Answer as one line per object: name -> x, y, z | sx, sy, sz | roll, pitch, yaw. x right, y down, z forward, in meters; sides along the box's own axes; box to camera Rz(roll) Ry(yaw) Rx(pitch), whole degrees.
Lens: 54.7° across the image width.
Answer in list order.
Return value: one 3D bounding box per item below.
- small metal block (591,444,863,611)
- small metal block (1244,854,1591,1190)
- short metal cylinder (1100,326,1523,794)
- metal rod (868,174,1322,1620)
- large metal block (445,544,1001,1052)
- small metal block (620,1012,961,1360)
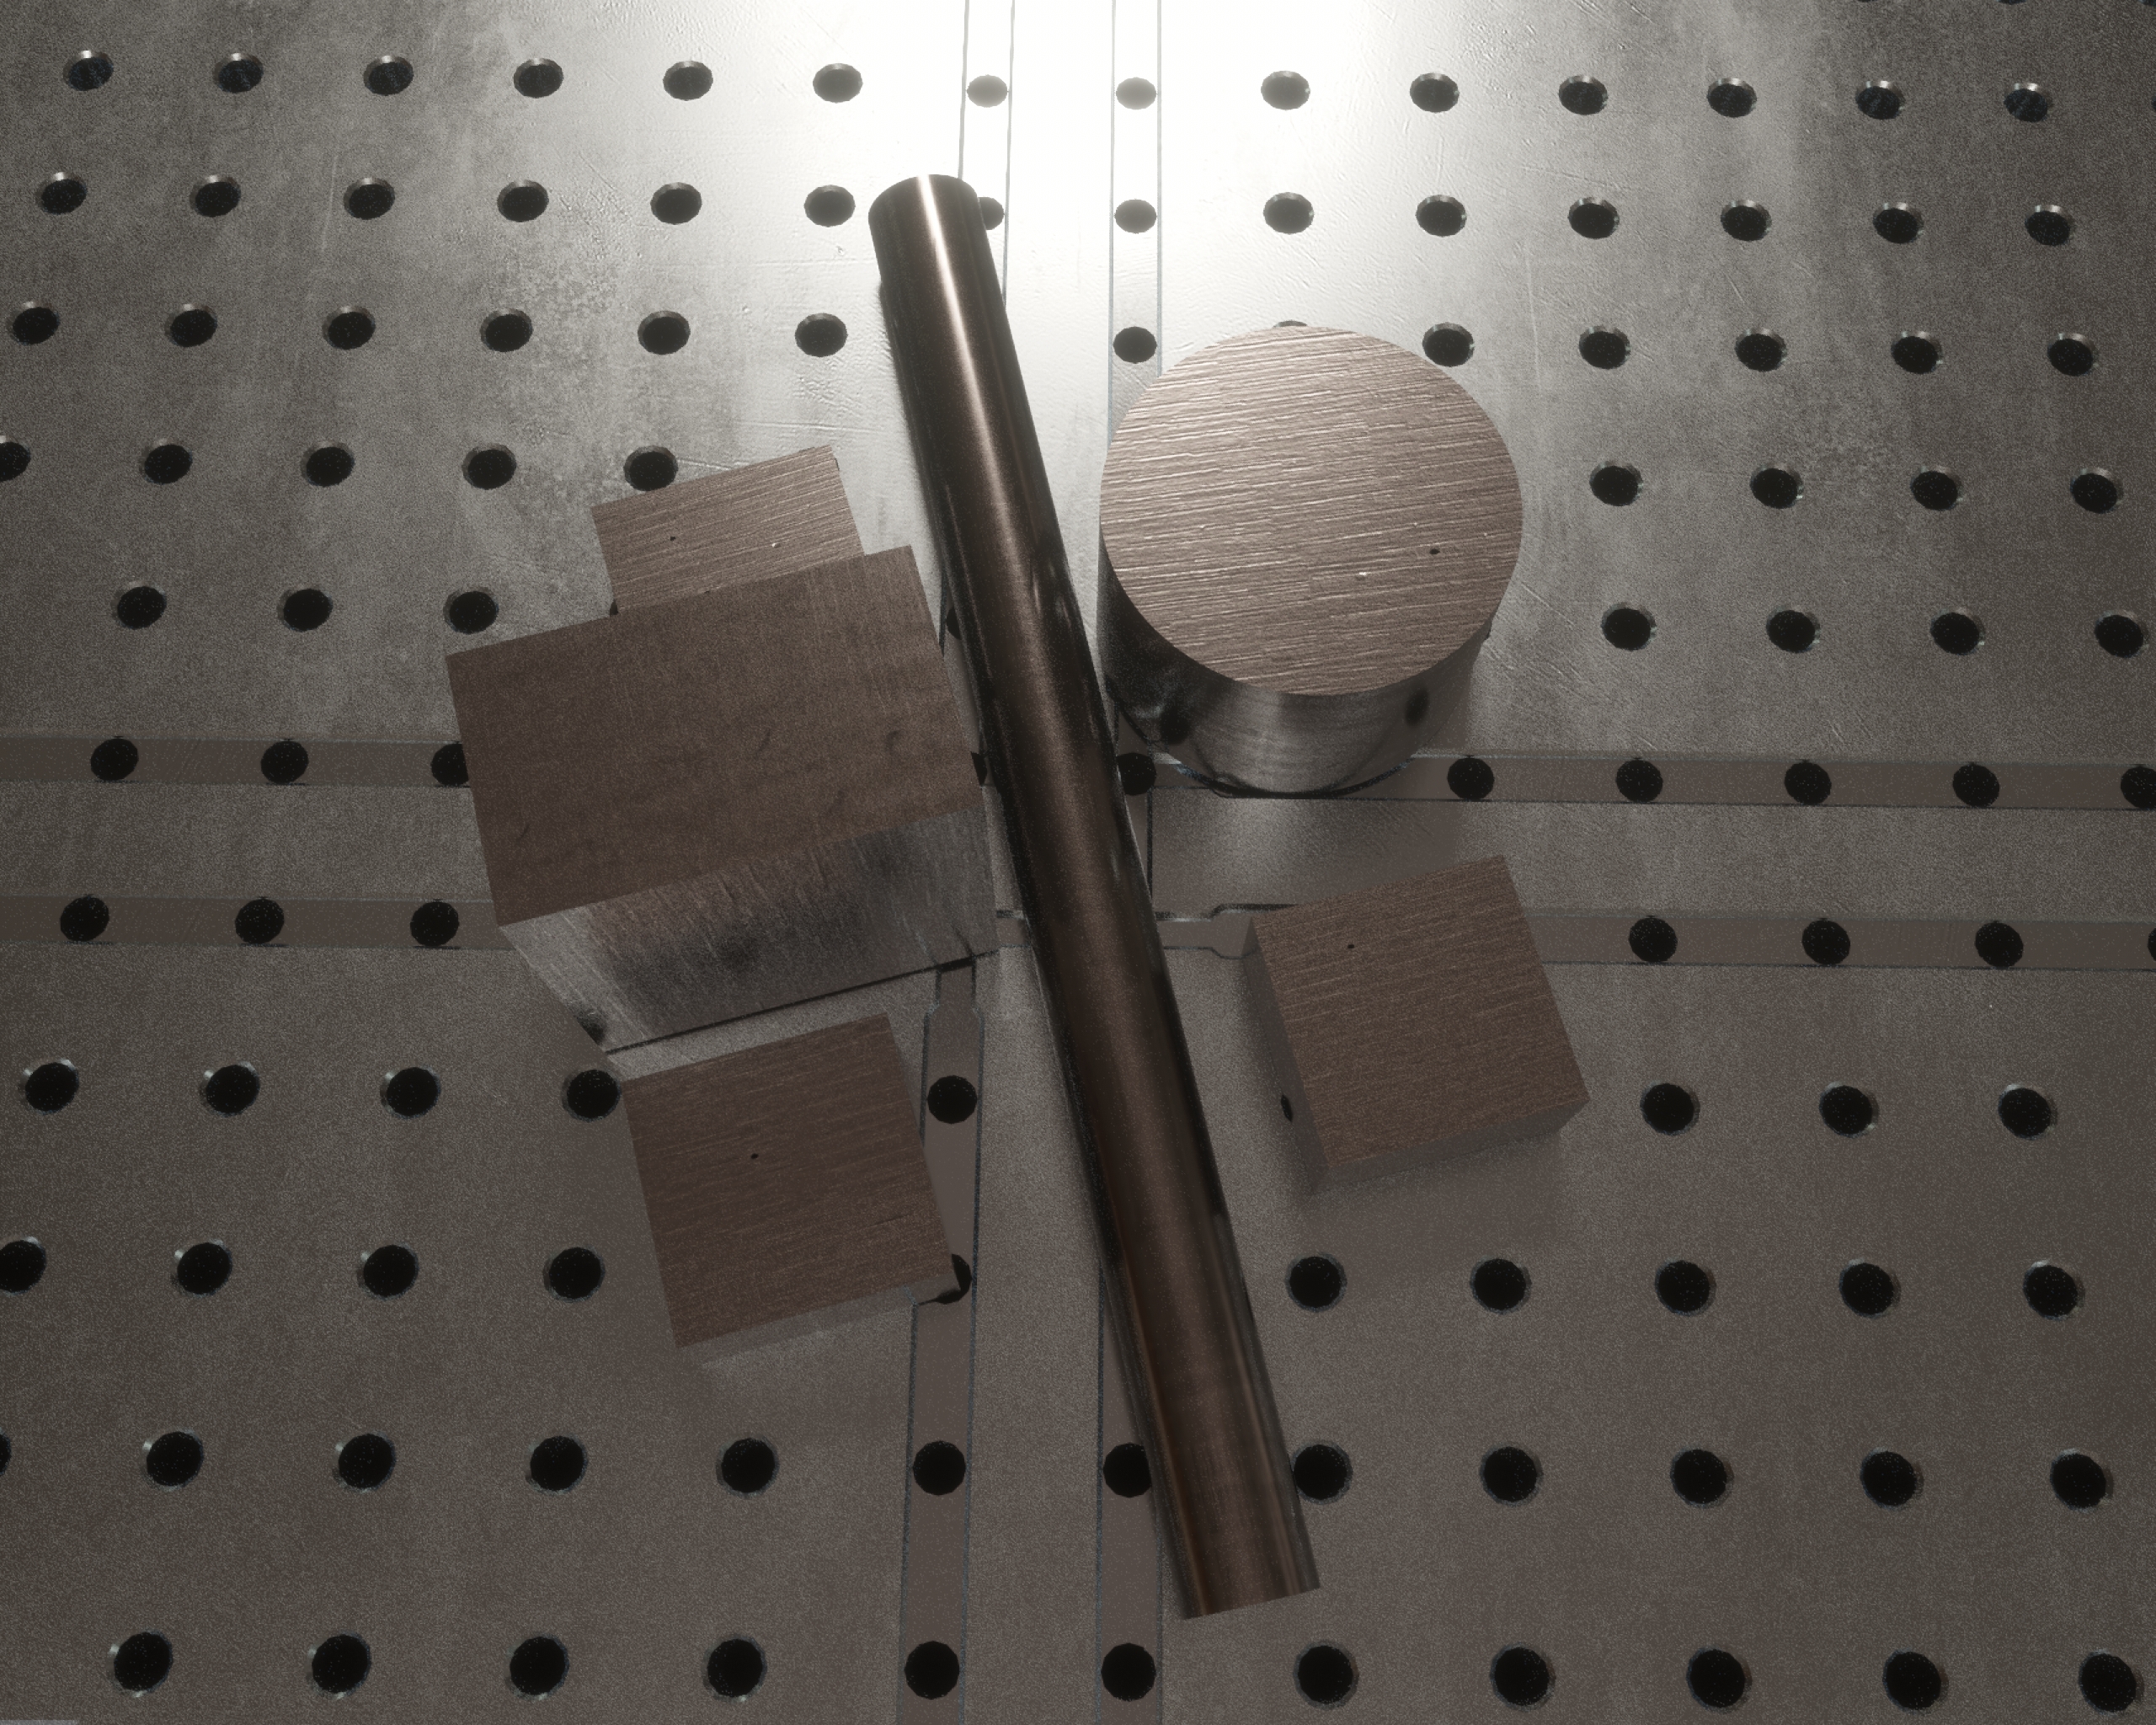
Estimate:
small metal block -> -0.068, -0.053, 0.430 | 0.050, 0.025, 0.050 | -16, 71, -6
small metal block -> 0.064, 0.031, 0.401 | 0.050, 0.025, 0.050 | -14, 71, -6
short metal cylinder -> 0.044, -0.060, 0.420 | 0.081, 0.050, 0.080 | 0, 70, 0
metal rod -> -0.002, -0.008, 0.414 | 0.025, 0.025, 0.299 | -12, 70, -5
large metal block -> -0.061, -0.009, 0.383 | 0.081, 0.080, 0.050 | -15, 71, -6
small metal block -> -0.053, 0.061, 0.389 | 0.050, 0.025, 0.050 | -15, 71, -6
